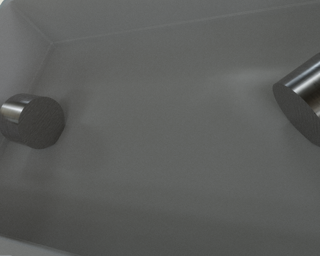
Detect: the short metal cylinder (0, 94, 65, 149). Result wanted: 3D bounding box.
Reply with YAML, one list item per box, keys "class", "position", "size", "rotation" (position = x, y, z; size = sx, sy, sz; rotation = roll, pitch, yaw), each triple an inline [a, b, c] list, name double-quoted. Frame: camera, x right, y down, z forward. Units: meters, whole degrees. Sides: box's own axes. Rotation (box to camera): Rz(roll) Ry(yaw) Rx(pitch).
- class: "short metal cylinder"
  position: [-0.197, -0.011, 0.478]
  size: [0.050, 0.080, 0.080]
  rotation: [11, 67, 32]

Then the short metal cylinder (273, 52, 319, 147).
- class: "short metal cylinder"
  position: [0.158, -0.027, 0.304]
  size: [0.050, 0.080, 0.080]
  rotation: [-36, 51, 4]
